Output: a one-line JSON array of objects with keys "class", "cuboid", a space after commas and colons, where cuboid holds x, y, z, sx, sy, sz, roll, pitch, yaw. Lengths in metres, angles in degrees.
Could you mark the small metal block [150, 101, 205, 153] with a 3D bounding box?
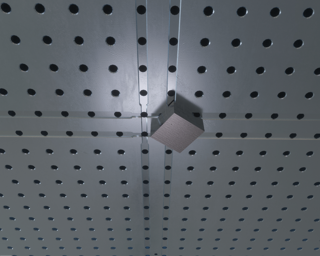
[{"class": "small metal block", "cuboid": [0.022, 0.000, 0.412, 0.050, 0.025, 0.050, 30, 124, -23]}]
